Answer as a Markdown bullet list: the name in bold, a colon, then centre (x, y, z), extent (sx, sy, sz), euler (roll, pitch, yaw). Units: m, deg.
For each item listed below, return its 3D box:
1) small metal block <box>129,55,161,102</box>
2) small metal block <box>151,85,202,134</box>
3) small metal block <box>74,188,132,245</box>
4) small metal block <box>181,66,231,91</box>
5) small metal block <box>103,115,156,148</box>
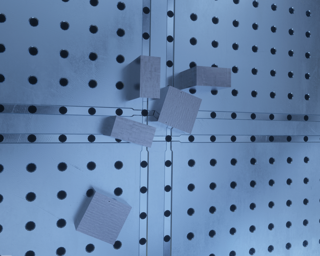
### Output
- **small metal block**: centre (-0.020, -0.061, 0.392), extent (0.025, 0.050, 0.050), euler (1, 90, -20)
- **small metal block**: centre (0.023, -0.024, 0.421), extent (0.050, 0.025, 0.050), euler (21, 83, -19)
- **small metal block**: centre (-0.071, 0.110, 0.387), extent (0.050, 0.025, 0.050), euler (29, 81, -18)
- **small metal block**: centre (0.061, -0.066, 0.421), extent (0.050, 0.050, 0.025), euler (0, 90, -20)
- **small metal block**: centre (-0.039, 0.004, 0.385), extent (0.050, 0.050, 0.025), euler (17, 84, -19)
